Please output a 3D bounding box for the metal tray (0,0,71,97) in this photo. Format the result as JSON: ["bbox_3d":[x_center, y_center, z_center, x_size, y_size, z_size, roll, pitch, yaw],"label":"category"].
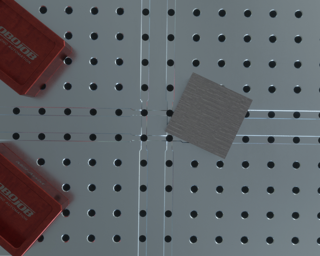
[{"bbox_3d":[-0.197,-0.114,0.409,0.130,0.030,0.090,39,90,0],"label":"metal tray"}]

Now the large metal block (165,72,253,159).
[{"bbox_3d":[0.059,-0.015,0.401,0.080,0.050,0.080,25,90,0],"label":"large metal block"}]

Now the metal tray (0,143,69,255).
[{"bbox_3d":[-0.201,0.093,0.409,0.130,0.030,0.090,41,90,0],"label":"metal tray"}]
